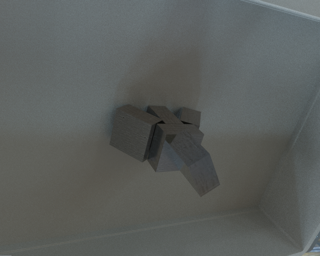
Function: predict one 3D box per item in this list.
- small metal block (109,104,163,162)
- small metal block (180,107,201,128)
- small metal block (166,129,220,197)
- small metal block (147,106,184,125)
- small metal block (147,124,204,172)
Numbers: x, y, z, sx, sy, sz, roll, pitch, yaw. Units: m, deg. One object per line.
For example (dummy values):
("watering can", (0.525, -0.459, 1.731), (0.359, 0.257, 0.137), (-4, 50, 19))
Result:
("small metal block", (-0.030, 0.006, 0.374), (0.025, 0.050, 0.050), (-27, 138, -56))
("small metal block", (0.034, 0.006, 0.410), (0.025, 0.050, 0.050), (16, 115, 2))
("small metal block", (0.036, 0.037, 0.335), (0.025, 0.050, 0.050), (-31, 128, -8))
("small metal block", (0.001, 0.005, 0.393), (0.025, 0.050, 0.050), (1, 118, -29))
("small metal block", (0.018, 0.023, 0.364), (0.050, 0.025, 0.050), (1, 118, -29))
